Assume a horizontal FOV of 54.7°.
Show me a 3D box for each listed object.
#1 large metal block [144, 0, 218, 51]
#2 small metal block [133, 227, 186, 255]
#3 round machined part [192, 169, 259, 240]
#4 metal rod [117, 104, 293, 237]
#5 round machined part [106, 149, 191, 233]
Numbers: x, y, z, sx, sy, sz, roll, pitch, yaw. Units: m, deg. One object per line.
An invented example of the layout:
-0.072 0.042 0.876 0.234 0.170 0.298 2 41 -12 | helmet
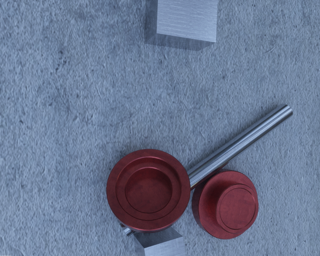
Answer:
0.027 -0.151 0.405 0.081 0.050 0.080 3 89 -20 | large metal block
-0.002 0.149 0.395 0.050 0.050 0.025 -10 94 -20 | small metal block
0.098 0.109 0.436 0.099 0.042 0.097 0 90 -20 | round machined part
0.074 0.050 0.436 0.302 0.025 0.025 -32 101 -17 | metal rod
-0.014 0.078 0.380 0.099 0.042 0.098 1 63 -2 | round machined part
